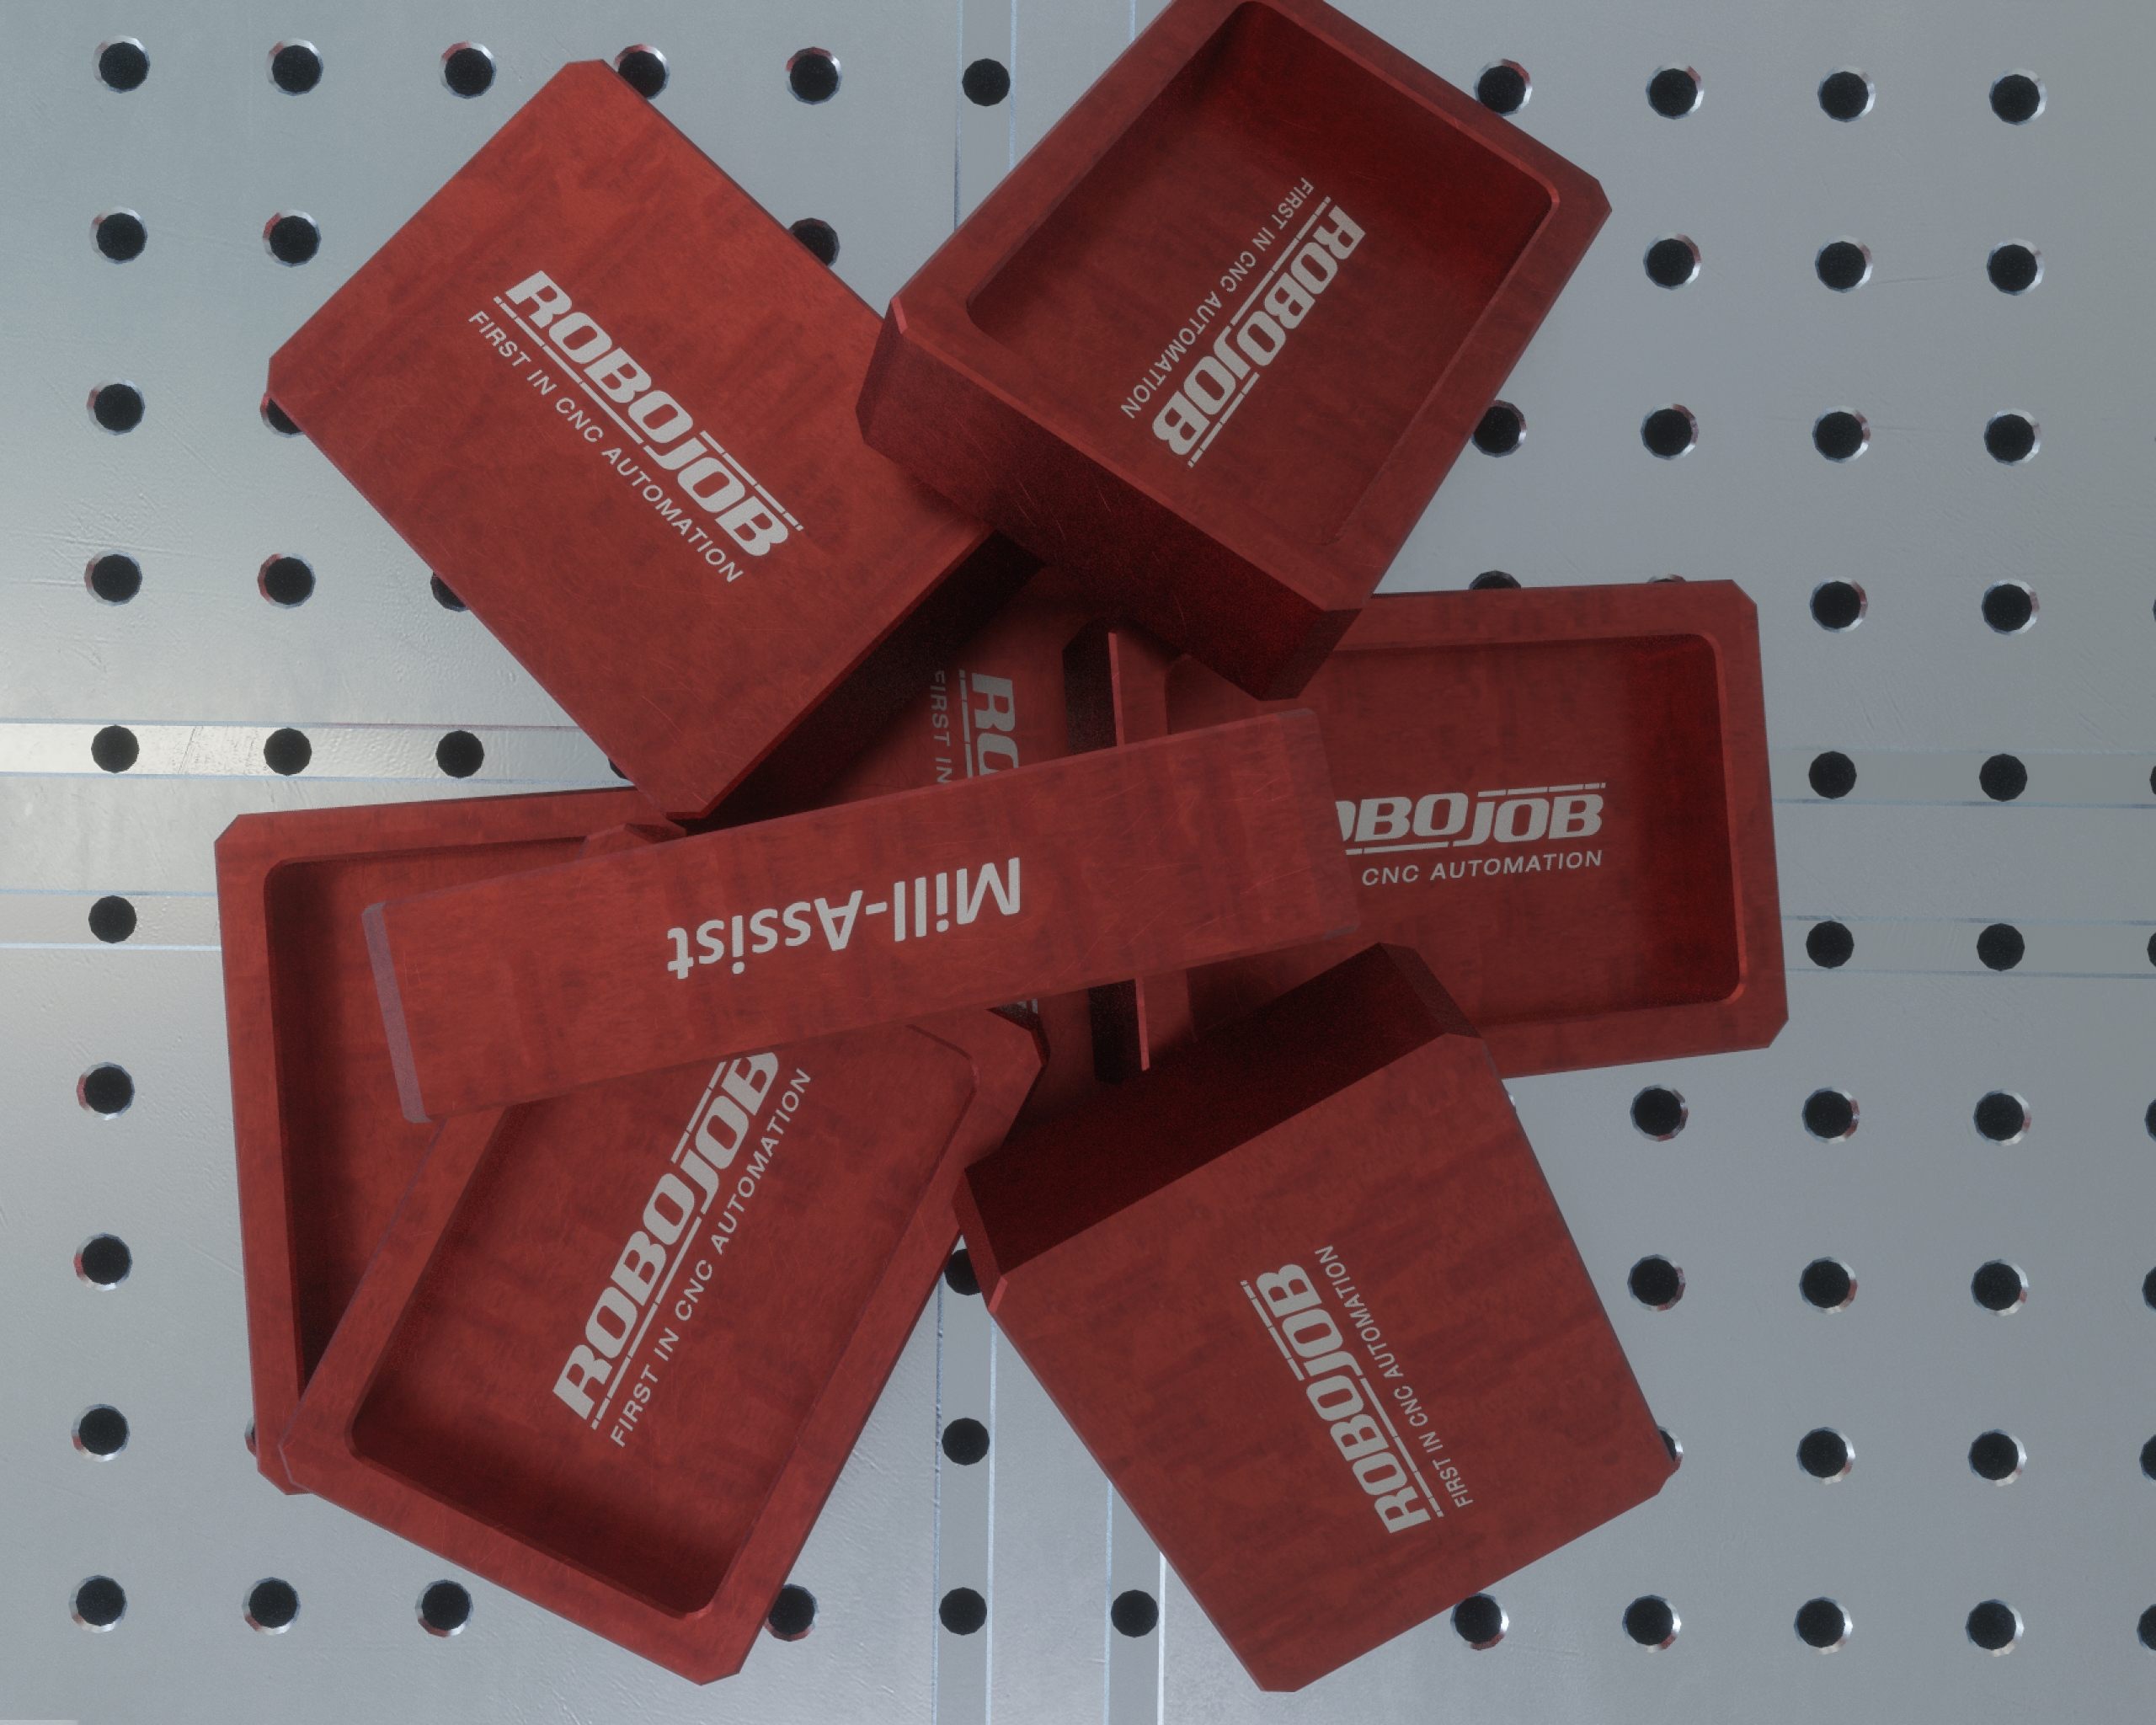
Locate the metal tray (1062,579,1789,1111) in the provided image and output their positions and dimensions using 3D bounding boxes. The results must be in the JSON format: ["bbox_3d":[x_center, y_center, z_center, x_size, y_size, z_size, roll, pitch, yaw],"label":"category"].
[{"bbox_3d":[0.067,-0.005,0.393,0.131,0.030,0.090,-4,90,-17],"label":"metal tray"}]

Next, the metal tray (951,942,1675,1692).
[{"bbox_3d":[0.046,0.087,0.378,0.090,0.030,0.130,-29,123,0],"label":"metal tray"}]

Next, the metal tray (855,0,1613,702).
[{"bbox_3d":[0.032,-0.101,0.377,0.090,0.030,0.130,34,57,0],"label":"metal tray"}]

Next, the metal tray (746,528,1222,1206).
[{"bbox_3d":[-0.018,0.000,0.410,0.091,0.030,0.129,-4,88,-2],"label":"metal tray"}]

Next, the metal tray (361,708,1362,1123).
[{"bbox_3d":[-0.027,0.007,0.316,0.131,0.090,0.030,-12,90,4],"label":"metal tray"}]

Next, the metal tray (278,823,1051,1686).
[{"bbox_3d":[-0.073,0.069,0.380,0.090,0.030,0.130,27,90,0],"label":"metal tray"}]

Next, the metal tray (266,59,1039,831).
[{"bbox_3d":[-0.078,-0.077,0.394,0.090,0.030,0.130,-45,75,0],"label":"metal tray"}]

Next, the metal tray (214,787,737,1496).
[{"bbox_3d":[-0.115,0.052,0.410,0.090,0.030,0.129,-4,89,-1],"label":"metal tray"}]
